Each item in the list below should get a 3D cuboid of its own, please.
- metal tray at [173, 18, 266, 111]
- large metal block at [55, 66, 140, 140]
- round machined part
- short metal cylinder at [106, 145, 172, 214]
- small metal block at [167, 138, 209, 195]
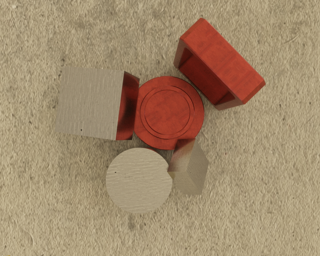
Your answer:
[{"bbox_3d":[0.060,-0.065,0.358,0.030,0.130,0.090,-44,91,0],"label":"metal tray"},{"bbox_3d":[-0.076,-0.030,0.385,0.080,0.050,0.079,7,90,16],"label":"large metal block"},{"bbox_3d":[0.009,-0.020,0.404,0.099,0.042,0.097,0,90,-1],"label":"round machined part"},{"bbox_3d":[-0.025,0.063,0.399,0.081,0.050,0.079,0,90,-1],"label":"short metal cylinder"},{"bbox_3d":[0.037,0.049,0.388,0.025,0.050,0.050,-6,135,30],"label":"small metal block"}]
